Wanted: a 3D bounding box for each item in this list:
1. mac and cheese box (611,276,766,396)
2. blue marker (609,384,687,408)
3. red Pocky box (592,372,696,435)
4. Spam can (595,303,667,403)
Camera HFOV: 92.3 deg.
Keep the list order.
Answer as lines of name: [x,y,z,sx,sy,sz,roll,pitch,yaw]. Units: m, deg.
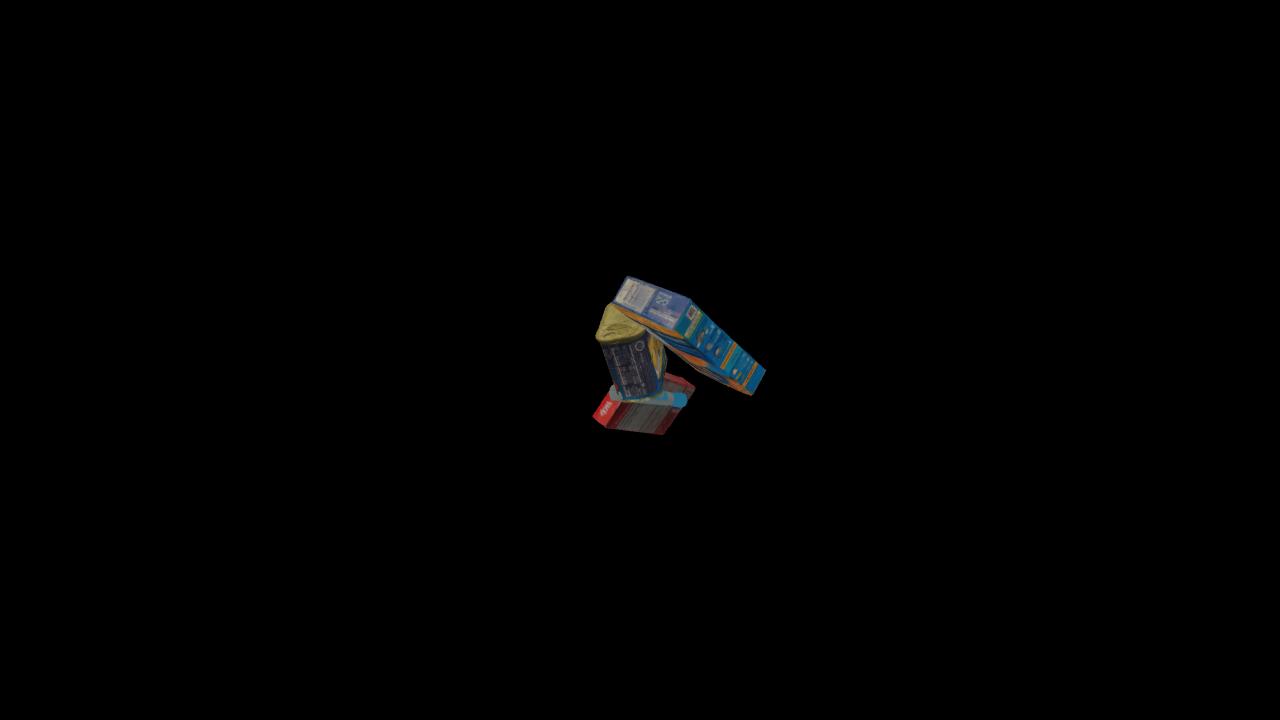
mac and cheese box: [0.057,-0.023,0.661,0.093,0.041,0.184,25,-7,41]
blue marker: [0.014,0.043,0.720,0.020,0.020,0.121,0,-7,44]
red Pocky box: [0.009,0.051,0.770,0.028,0.083,0.155,40,10,29]
Spam can: [-0.005,-0.014,0.693,0.058,0.085,0.101,-10,30,14]
